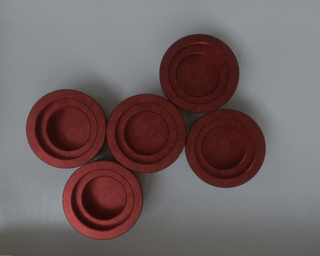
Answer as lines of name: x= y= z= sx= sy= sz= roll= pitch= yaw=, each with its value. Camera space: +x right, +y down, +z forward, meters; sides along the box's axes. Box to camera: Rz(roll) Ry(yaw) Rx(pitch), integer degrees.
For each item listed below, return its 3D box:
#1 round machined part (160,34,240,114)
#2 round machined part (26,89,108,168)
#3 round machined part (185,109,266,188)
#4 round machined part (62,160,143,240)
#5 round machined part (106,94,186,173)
round machined part: x=0.049 y=-0.067 z=0.401 sx=0.099 sy=0.042 sz=0.097 roll=0 pitch=90 yaw=0
round machined part: x=-0.115 y=0.001 z=0.400 sx=0.099 sy=0.042 sz=0.097 roll=0 pitch=90 yaw=0
round machined part: x=0.081 y=0.025 z=0.401 sx=0.099 sy=0.042 sz=0.097 roll=0 pitch=90 yaw=0
round machined part: x=-0.070 y=0.088 z=0.399 sx=0.099 sy=0.042 sz=0.097 roll=0 pitch=90 yaw=0
round machined part: x=-0.017 y=0.007 z=0.399 sx=0.099 sy=0.042 sz=0.097 roll=0 pitch=90 yaw=0
